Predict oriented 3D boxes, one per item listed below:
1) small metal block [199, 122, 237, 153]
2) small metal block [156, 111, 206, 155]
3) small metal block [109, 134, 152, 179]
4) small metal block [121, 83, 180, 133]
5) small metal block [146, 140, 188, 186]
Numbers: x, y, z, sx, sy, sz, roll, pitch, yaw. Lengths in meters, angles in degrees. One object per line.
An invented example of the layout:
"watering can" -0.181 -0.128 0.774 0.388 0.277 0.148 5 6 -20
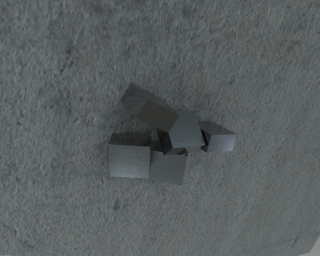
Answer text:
"small metal block" 0.069 0.011 0.432 0.050 0.050 0.025 0 112 -37
"small metal block" 0.025 0.006 0.405 0.050 0.050 0.025 -3 157 -31
"small metal block" -0.037 0.036 0.397 0.050 0.025 0.050 3 121 1
"small metal block" -0.012 -0.024 0.370 0.050 0.050 0.025 24 105 -37
"small metal block" 0.010 0.049 0.429 0.050 0.025 0.050 9 119 3
